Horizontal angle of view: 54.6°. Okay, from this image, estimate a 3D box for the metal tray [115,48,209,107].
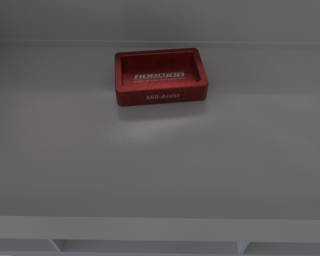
[{"bbox_3d":[-0.001,-0.079,0.468,0.131,0.030,0.090,-5,50,-4],"label":"metal tray"}]
